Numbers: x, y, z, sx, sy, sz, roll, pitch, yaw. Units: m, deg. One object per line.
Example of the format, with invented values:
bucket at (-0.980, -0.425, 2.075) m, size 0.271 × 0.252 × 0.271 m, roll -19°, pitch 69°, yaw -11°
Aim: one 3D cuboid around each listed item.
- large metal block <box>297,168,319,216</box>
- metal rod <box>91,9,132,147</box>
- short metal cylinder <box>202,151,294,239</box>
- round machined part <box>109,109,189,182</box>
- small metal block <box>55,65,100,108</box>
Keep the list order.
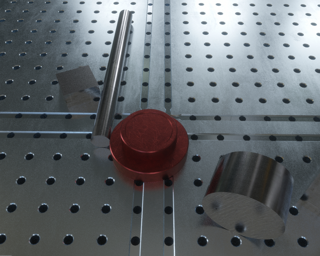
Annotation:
large metal block at (0.203, 0.050, 0.333) m, size 0.050 × 0.080 × 0.080 m, roll 34°, pitch 58°, yaw 25°
metal rod at (-0.070, -0.098, 0.488) m, size 0.025 × 0.025 × 0.300 m, roll 2°, pitch 50°, yaw 1°
short metal cylinder at (0.089, 0.069, 0.315) m, size 0.080 × 0.080 × 0.050 m, roll 19°, pitch 53°, yaw 15°
round machined part at (-0.013, 0.014, 0.384) m, size 0.099 × 0.042 × 0.098 m, roll 0°, pitch 50°, yaw 0°
small metal block at (-0.121, -0.062, 0.459) m, size 0.050 × 0.025 × 0.050 m, roll -20°, pitch 53°, yaw -16°
